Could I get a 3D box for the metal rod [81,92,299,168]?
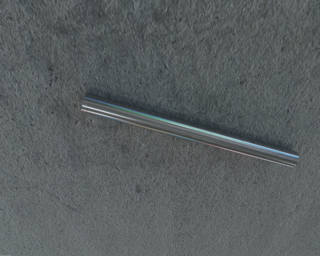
[{"bbox_3d":[0.049,0.006,0.412,0.302,0.025,0.025,15,129,-13],"label":"metal rod"}]
